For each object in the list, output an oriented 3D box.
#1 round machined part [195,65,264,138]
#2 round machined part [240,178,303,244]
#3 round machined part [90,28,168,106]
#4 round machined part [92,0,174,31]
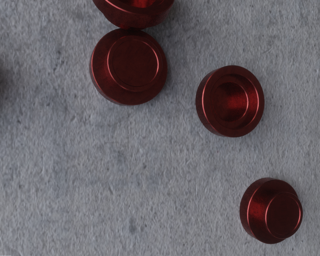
[{"bbox_3d":[0.093,-0.036,0.436,0.099,0.042,0.097,0,90,-21],"label":"round machined part"},{"bbox_3d":[0.174,0.126,0.466,0.099,0.042,0.097,0,90,-21],"label":"round machined part"},{"bbox_3d":[-0.036,-0.077,0.388,0.099,0.042,0.097,0,90,-21],"label":"round machined part"},{"bbox_3d":[-0.035,-0.158,0.374,0.099,0.042,0.098,8,61,-15],"label":"round machined part"}]
